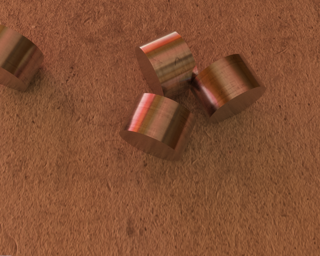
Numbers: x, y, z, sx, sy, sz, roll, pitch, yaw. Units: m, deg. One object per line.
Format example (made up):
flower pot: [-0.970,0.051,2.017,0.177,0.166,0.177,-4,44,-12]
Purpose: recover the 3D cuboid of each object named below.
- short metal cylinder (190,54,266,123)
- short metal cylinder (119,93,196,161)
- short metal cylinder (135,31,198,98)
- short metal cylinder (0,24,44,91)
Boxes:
short metal cylinder: [0.086,-0.049,0.397,0.080,0.080,0.050,-25,72,-9]
short metal cylinder: [-0.003,0.000,0.379,0.080,0.080,0.050,21,72,7]
short metal cylinder: [0.008,-0.080,0.408,0.050,0.080,0.080,-27,72,-9]
short metal cylinder: [-0.204,-0.092,0.411,0.080,0.080,0.050,19,71,7]
